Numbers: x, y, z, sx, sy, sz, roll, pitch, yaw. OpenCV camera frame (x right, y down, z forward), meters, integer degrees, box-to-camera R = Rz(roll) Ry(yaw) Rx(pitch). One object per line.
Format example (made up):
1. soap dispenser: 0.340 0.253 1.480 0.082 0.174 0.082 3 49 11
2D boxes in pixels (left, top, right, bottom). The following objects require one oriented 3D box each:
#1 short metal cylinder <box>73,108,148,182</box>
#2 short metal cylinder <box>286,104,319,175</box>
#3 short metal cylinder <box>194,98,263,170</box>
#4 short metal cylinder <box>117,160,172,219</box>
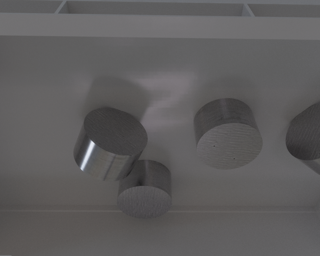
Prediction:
1. short metal cylinder: -0.062 0.020 0.389 0.080 0.080 0.050 19 128 -15
2. short metal cylinder: 0.208 0.015 0.388 0.050 0.080 0.080 32 123 -24
3. short metal cylinder: 0.086 0.008 0.400 0.081 0.050 0.079 0 130 0
4. short metal cylinder: -0.023 0.094 0.472 0.081 0.050 0.079 0 130 0
